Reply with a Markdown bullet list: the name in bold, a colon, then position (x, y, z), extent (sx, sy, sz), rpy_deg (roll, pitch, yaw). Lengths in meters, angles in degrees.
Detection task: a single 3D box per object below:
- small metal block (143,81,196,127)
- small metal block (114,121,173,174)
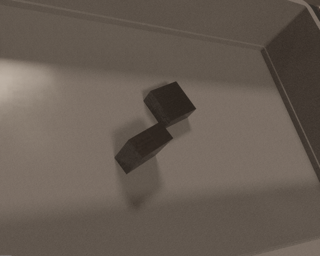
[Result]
- **small metal block**: position (0.014, -0.033, 0.435), extent (0.050, 0.025, 0.050), rpy_deg (-26, 76, -37)
- **small metal block**: position (-0.020, 0.024, 0.366), extent (0.050, 0.050, 0.025), rpy_deg (-31, 79, -38)
